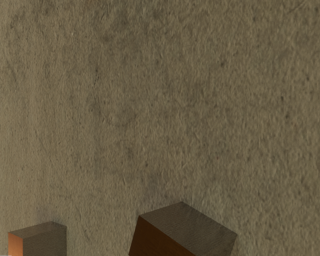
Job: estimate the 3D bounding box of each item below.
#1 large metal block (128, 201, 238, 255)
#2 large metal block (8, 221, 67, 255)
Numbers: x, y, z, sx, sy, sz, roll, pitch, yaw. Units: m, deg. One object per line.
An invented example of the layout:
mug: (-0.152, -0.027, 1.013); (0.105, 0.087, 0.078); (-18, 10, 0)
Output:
large metal block: (0.026, 0.130, 0.346); (0.080, 0.081, 0.050); (24, 105, 37)
large metal block: (-0.213, 0.217, 0.541); (0.050, 0.081, 0.079); (-1, 90, 40)
